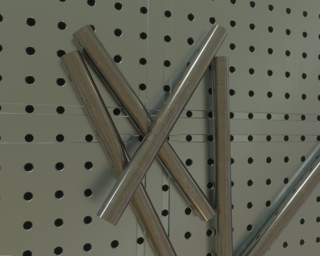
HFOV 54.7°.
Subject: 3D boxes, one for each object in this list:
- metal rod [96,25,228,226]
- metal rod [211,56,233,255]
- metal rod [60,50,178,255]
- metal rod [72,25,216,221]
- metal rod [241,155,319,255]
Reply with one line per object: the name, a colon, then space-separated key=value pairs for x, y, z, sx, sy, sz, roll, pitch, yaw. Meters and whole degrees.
metal rod: x=0.013 y=-0.018 z=0.395 sx=0.025 sy=0.025 sz=0.300 roll=37 pitch=69 yaw=-17
metal rod: x=0.090 y=0.048 z=0.447 sx=0.025 sy=0.025 sz=0.298 roll=-2 pitch=91 yaw=-20
metal rod: x=-0.048 y=0.046 z=0.395 sx=0.025 sy=0.025 sz=0.299 roll=-27 pitch=99 yaw=-18
metal rod: x=-0.014 y=0.002 z=0.408 sx=0.025 sy=0.025 sz=0.299 roll=-38 pitch=102 yaw=-16
metal rod: x=0.210 y=0.122 z=0.492 sx=0.301 sy=0.025 sz=0.025 roll=-45 pitch=105 yaw=-15
